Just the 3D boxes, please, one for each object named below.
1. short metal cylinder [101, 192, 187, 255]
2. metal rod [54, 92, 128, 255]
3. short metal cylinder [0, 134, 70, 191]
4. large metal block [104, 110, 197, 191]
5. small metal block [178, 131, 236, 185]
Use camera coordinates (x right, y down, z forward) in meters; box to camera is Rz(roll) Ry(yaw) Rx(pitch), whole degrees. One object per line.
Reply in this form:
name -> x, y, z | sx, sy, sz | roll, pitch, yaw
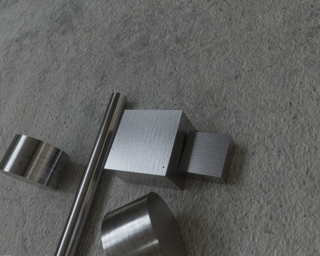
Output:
short metal cylinder -> -0.014, 0.111, 0.307 | 0.050, 0.080, 0.080 | -28, 52, 10
metal rod -> -0.095, 0.085, 0.399 | 0.025, 0.025, 0.300 | 1, 62, 28
short metal cylinder -> -0.173, 0.049, 0.427 | 0.080, 0.080, 0.050 | 6, 65, 30
large metal block -> -0.009, 0.025, 0.376 | 0.080, 0.050, 0.080 | 2, 63, 29
small metal block -> 0.055, 0.034, 0.354 | 0.050, 0.025, 0.050 | 5, 64, 30
